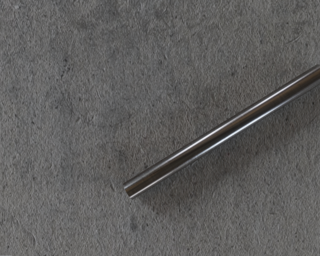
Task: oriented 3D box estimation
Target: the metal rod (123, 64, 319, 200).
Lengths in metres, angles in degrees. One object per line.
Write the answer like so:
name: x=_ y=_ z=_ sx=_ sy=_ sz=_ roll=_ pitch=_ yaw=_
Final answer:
metal rod: x=0.086 y=0.005 z=0.410 sx=0.301 sy=0.025 sz=0.025 roll=-32 pitch=90 yaw=0
